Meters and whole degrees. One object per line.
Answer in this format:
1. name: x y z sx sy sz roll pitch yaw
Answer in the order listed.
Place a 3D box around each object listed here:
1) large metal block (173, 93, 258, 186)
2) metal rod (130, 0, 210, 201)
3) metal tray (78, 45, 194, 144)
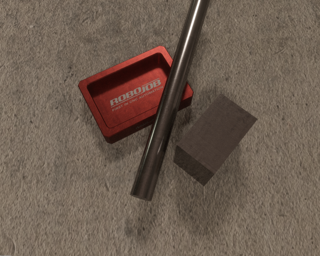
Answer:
1. large metal block: 0.063 0.017 0.373 0.050 0.080 0.080 38 74 12
2. metal rod: 0.020 -0.057 0.396 0.025 0.025 0.299 15 71 5
3. metal tray: -0.032 -0.047 0.422 0.131 0.030 0.090 -27 72 -10
